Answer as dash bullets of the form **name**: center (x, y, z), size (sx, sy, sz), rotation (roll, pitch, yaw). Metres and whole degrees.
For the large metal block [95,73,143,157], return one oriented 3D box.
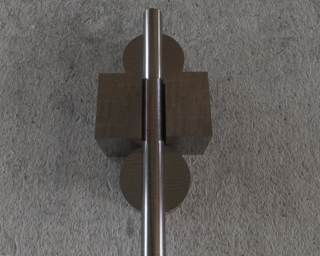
- **large metal block**: center (-0.046, -0.013, 0.384), size (0.050, 0.080, 0.080), rotation (-1, 70, 0)

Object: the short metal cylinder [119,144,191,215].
- **short metal cylinder**: center (-0.006, 0.065, 0.373), size (0.081, 0.050, 0.080), rotation (0, 69, 0)

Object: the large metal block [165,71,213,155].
- **large metal block**: center (0.031, -0.015, 0.386), size (0.050, 0.080, 0.080), rotation (-1, 70, 0)

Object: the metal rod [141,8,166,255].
- **metal rod**: center (-0.008, -0.010, 0.359), size (0.025, 0.025, 0.299), rotation (-1, 70, 0)

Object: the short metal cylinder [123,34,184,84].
- **short metal cylinder**: center (-0.008, -0.082, 0.426), size (0.081, 0.050, 0.080), rotation (0, 69, 0)
